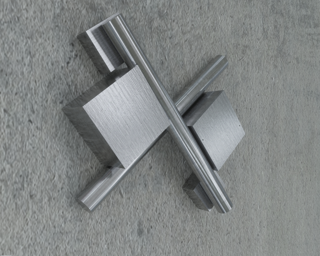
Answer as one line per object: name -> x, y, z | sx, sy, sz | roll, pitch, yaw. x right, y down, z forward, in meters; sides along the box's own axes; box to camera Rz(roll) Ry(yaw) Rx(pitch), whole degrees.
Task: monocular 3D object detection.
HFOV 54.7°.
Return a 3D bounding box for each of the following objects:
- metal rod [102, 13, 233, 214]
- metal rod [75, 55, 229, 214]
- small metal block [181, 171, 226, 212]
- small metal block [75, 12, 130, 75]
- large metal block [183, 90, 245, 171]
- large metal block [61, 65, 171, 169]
metal rod -> 0.021, 0.000, 0.390 | 0.025, 0.025, 0.299 | -47, 118, -30
metal rod -> 0.007, -0.010, 0.412 | 0.301, 0.025, 0.025 | -46, 118, -30
small metal block -> 0.066, 0.087, 0.462 | 0.050, 0.025, 0.050 | -51, 120, -28
small metal block -> -0.059, -0.097, 0.357 | 0.050, 0.025, 0.050 | -45, 117, -31
large metal block -> 0.069, 0.003, 0.447 | 0.080, 0.050, 0.080 | -47, 118, -30
large metal block -> -0.046, -0.013, 0.349 | 0.080, 0.050, 0.080 | -45, 117, -31
